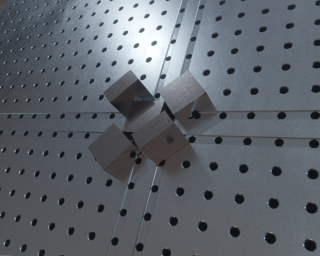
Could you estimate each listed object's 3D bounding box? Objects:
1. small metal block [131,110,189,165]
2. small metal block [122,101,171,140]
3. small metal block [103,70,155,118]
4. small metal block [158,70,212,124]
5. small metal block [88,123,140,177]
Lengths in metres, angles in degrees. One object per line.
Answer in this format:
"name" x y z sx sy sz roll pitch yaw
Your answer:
"small metal block" 0.001 0.013 0.384 0.050 0.050 0.025 -36 51 4
"small metal block" -0.017 -0.010 0.423 0.050 0.025 0.050 3 62 31
"small metal block" -0.044 -0.047 0.444 0.050 0.050 0.025 -40 52 2
"small metal block" 0.033 -0.042 0.417 0.050 0.025 0.050 -35 51 6
"small metal block" -0.063 0.029 0.424 0.050 0.025 0.050 -44 51 -3
